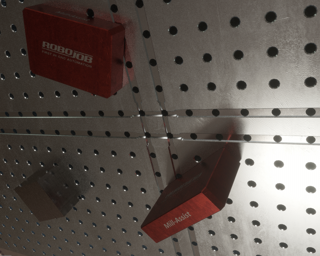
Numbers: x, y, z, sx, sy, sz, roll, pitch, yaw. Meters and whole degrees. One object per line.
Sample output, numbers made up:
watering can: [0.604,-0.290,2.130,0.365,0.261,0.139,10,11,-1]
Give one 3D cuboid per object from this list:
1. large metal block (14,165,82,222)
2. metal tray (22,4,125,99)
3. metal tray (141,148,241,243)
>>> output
large metal block: [-0.209,0.123,0.579,0.080,0.050,0.080,-21,108,35]
metal tray: [-0.112,-0.100,0.403,0.130,0.030,0.089,19,126,16]
metal tray: [0.038,0.088,0.402,0.030,0.090,0.129,45,129,-3]
